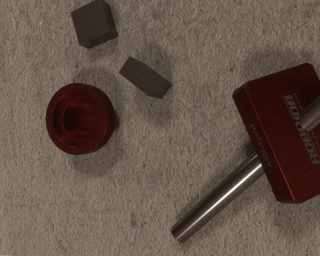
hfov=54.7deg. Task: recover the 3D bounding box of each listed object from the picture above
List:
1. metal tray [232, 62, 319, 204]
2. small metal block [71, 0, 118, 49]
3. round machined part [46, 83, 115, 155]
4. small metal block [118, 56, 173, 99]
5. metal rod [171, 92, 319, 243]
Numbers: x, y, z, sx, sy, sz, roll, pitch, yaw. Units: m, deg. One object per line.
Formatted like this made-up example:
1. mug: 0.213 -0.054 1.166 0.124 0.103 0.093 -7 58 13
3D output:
1. metal tray: 0.144 0.004 0.330 0.091 0.030 0.129 -19 82 -17
2. small metal block: -0.093 -0.148 0.441 0.050 0.025 0.050 -17 84 18
3. round machined part: -0.107 -0.012 0.436 0.098 0.042 0.097 0 90 19
4. small metal block: -0.017 -0.064 0.401 0.050 0.050 0.025 39 102 15
5. metal rod: 0.117 0.034 0.346 0.025 0.025 0.299 47 112 13
